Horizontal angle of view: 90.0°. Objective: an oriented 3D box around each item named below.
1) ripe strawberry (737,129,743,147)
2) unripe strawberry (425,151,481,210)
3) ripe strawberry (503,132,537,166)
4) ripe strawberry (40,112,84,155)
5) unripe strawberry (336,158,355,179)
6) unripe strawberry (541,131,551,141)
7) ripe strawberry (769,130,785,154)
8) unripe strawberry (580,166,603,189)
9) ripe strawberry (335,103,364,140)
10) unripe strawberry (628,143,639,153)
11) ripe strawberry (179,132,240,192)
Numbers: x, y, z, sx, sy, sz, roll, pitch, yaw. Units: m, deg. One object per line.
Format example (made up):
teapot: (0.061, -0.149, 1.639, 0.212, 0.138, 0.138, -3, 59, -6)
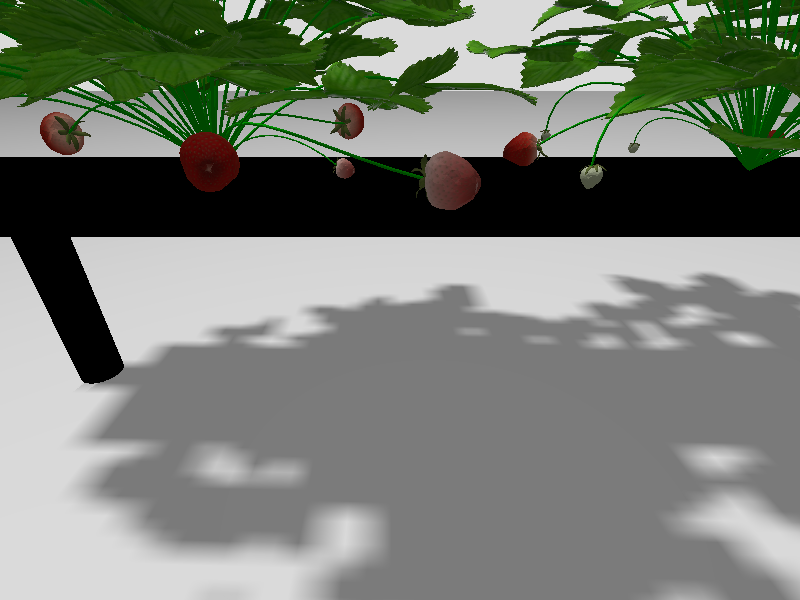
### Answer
ripe strawberry: (0.377, -0.179, 0.444, 0.021, 0.019, 0.019, 17, 12, 28)
unripe strawberry: (0.029, -0.066, 0.226, 0.031, 0.032, 0.029, 18, 34, 28)
ripe strawberry: (0.105, -0.131, 0.350, 0.030, 0.029, 0.027, -5, 28, 10)
ripe strawberry: (-0.334, -0.163, 0.394, 0.037, 0.038, 0.034, 1, 27, 24)
unripe strawberry: (-0.041, -0.099, 0.303, 0.014, 0.015, 0.013, 21, 33, 8)
unripe strawberry: (0.159, -0.179, 0.438, 0.010, 0.011, 0.011, 23, 37, 35)
ripe strawberry: (0.375, -0.160, 0.404, 0.020, 0.023, 0.022, 25, 37, 38)
unripe strawberry: (0.136, -0.087, 0.284, 0.015, 0.015, 0.014, -10, 31, -18)
ripe strawberry: (-0.060, -0.223, 0.499, 0.036, 0.041, 0.040, 13, 31, 22)
unripe strawberry: (0.239, -0.155, 0.410, 0.009, 0.010, 0.010, -18, 34, -29)
ripe strawberry: (-0.128, -0.092, 0.271, 0.037, 0.039, 0.040, -11, 31, -18)
